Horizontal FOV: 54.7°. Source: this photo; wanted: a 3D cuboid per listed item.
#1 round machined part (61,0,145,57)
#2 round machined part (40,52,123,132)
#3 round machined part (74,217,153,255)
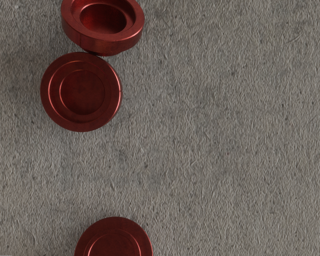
[{"bbox_3d":[-0.071,-0.128,0.386,0.099,0.042,0.098,7,57,-11],"label":"round machined part"},{"bbox_3d":[-0.096,-0.046,0.397,0.099,0.042,0.097,0,97,1],"label":"round machined part"},{"bbox_3d":[-0.058,0.161,0.386,0.099,0.042,0.098,1,70,-3],"label":"round machined part"}]
